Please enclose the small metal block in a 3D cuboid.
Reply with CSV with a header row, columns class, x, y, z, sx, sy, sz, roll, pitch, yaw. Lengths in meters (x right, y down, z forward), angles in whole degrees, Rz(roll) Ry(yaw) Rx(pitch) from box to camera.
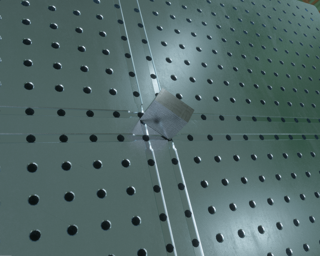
class,x,y,z,sx,sy,sz,roll,pitch,yaw
small metal block,0.009,-0.017,0.409,0.050,0.050,0.025,35,51,-6
